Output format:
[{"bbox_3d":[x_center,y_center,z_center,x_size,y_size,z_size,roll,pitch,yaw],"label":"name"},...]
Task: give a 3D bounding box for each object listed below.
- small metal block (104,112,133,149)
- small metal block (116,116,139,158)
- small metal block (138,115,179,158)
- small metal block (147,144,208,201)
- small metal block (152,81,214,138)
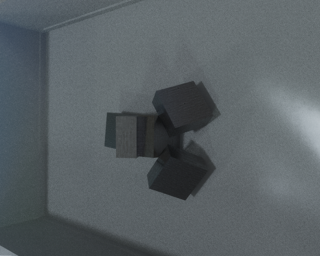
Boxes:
[{"bbox_3d":[-0.052,0.005,0.444,0.050,0.025,0.050,9,95,39],"label":"small metal block"},{"bbox_3d":[-0.036,0.009,0.393,0.025,0.050,0.050,1,94,8],"label":"small metal block"},{"bbox_3d":[-0.001,0.010,0.387,0.025,0.050,0.050,1,91,40],"label":"small metal block"},{"bbox_3d":[0.020,0.053,0.367,0.050,0.050,0.025,-58,22,23],"label":"small metal block"},{"bbox_3d":[0.026,-0.023,0.362,0.050,0.050,0.025,64,157,20],"label":"small metal block"}]
